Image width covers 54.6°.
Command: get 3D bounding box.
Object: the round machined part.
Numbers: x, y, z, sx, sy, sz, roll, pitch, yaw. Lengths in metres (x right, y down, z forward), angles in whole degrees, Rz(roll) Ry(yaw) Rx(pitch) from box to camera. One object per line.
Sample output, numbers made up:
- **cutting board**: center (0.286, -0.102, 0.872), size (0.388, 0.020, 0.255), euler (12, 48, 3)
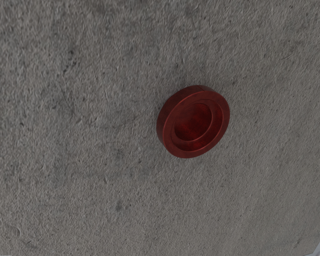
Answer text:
- **round machined part**: center (0.039, -0.012, 0.409), size (0.099, 0.042, 0.097), euler (-14, 124, -21)
